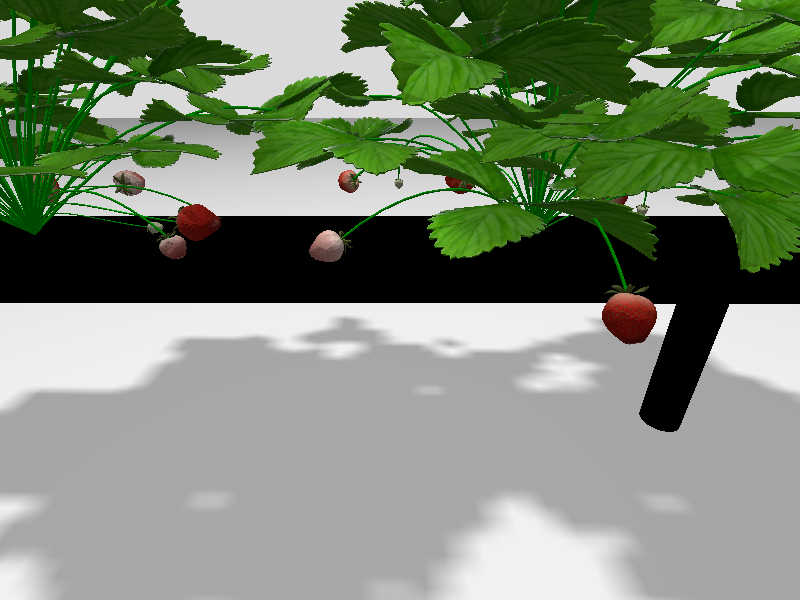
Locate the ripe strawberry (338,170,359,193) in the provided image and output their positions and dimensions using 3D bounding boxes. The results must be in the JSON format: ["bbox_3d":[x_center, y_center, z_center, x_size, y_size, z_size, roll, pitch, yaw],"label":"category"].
[{"bbox_3d":[-0.069,-0.155,0.528,0.027,0.029,0.029,-23,21,-39],"label":"ripe strawberry"}]

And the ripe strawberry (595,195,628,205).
[{"bbox_3d":[0.227,-0.111,0.425,0.033,0.035,0.031,-17,31,-34],"label":"ripe strawberry"}]

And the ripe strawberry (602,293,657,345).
[{"bbox_3d":[0.113,0.009,0.197,0.025,0.025,0.021,1,-15,2],"label":"ripe strawberry"}]

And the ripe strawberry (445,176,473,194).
[{"bbox_3d":[0.077,-0.155,0.514,0.041,0.036,0.037,-6,21,-12],"label":"ripe strawberry"}]

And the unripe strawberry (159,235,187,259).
[{"bbox_3d":[-0.170,-0.039,0.300,0.017,0.017,0.019,-24,13,31],"label":"unripe strawberry"}]

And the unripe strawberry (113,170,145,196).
[{"bbox_3d":[-0.341,-0.149,0.507,0.034,0.030,0.031,-2,26,-3],"label":"unripe strawberry"}]

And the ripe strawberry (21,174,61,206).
[{"bbox_3d":[-0.417,-0.129,0.464,0.037,0.039,0.040,-17,30,-31],"label":"ripe strawberry"}]

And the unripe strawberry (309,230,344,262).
[{"bbox_3d":[-0.054,-0.039,0.293,0.025,0.022,0.025,-25,32,-11],"label":"unripe strawberry"}]

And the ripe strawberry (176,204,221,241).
[{"bbox_3d":[-0.168,-0.065,0.336,0.031,0.030,0.034,4,26,6],"label":"ripe strawberry"}]

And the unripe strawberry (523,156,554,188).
[{"bbox_3d":[0.191,-0.180,0.551,0.042,0.048,0.046,8,27,16],"label":"unripe strawberry"}]

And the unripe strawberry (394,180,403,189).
[{"bbox_3d":[-0.002,-0.147,0.507,0.011,0.011,0.011,-18,31,-32],"label":"unripe strawberry"}]

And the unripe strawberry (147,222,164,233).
[{"bbox_3d":[-0.220,-0.065,0.360,0.012,0.010,0.012,0,26,-1],"label":"unripe strawberry"}]

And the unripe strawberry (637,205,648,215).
[{"bbox_3d":[0.254,-0.094,0.420,0.010,0.010,0.011,-13,29,-24],"label":"unripe strawberry"}]
